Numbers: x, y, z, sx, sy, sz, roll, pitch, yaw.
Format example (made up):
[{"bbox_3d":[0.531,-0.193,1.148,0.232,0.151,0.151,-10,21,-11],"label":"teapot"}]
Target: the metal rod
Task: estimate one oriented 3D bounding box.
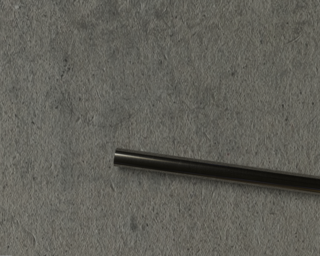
[{"bbox_3d":[0.091,0.059,0.410,0.302,0.025,0.025,8,90,0],"label":"metal rod"}]
